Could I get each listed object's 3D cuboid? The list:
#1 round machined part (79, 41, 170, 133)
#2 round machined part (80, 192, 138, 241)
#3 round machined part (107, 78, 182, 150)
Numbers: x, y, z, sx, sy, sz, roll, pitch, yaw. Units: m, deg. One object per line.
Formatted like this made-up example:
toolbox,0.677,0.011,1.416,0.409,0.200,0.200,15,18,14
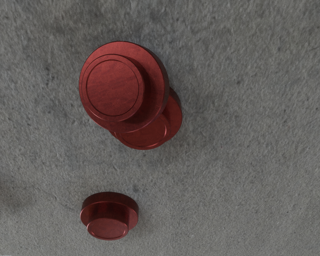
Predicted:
round machined part,-0.043,-0.043,0.328,0.098,0.042,0.097,2,99,15
round machined part,-0.087,0.155,0.527,0.099,0.042,0.097,-1,130,0
round machined part,-0.021,-0.010,0.387,0.099,0.042,0.097,-1,130,0
